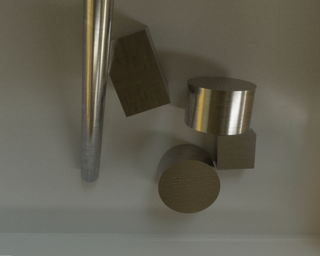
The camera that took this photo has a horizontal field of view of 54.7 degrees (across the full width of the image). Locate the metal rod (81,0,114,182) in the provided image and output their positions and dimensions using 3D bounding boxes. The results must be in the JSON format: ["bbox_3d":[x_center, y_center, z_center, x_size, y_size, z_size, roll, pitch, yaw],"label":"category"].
[{"bbox_3d":[-0.071,-0.035,0.331,0.025,0.025,0.298,11,135,-5],"label":"metal rod"}]

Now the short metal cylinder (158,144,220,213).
[{"bbox_3d":[0.038,0.068,0.424,0.081,0.050,0.079,0,110,-1],"label":"short metal cylinder"}]

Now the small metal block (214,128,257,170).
[{"bbox_3d":[0.102,0.028,0.423,0.050,0.025,0.050,-2,110,0],"label":"small metal block"}]

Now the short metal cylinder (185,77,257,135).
[{"bbox_3d":[0.071,-0.029,0.372,0.081,0.080,0.050,2,110,-1],"label":"short metal cylinder"}]

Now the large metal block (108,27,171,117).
[{"bbox_3d":[-0.026,-0.068,0.357,0.050,0.080,0.080,-18,109,6],"label":"large metal block"}]
